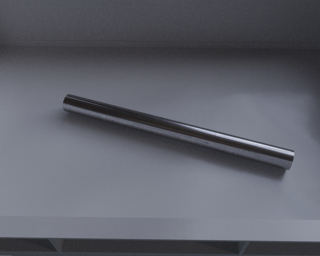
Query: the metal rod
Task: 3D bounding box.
[{"bbox_3d":[0.014,0.002,0.402,0.301,0.025,0.025,15,52,12],"label":"metal rod"}]
